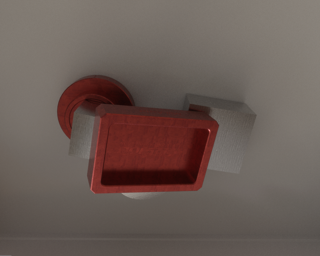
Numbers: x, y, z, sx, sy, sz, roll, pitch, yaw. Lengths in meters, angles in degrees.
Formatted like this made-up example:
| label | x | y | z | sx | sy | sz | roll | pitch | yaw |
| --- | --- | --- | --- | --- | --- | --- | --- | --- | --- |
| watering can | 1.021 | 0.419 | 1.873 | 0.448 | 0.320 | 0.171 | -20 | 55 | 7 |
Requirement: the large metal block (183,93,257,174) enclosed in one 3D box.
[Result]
| label | x | y | z | sx | sy | sz | roll | pitch | yaw |
| --- | --- | --- | --- | --- | --- | --- | --- | --- | --- |
| large metal block | 0.067 | 0.006 | 0.398 | 0.081 | 0.050 | 0.079 | 9 | 110 | -4 |

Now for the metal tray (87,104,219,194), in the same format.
| label | x | y | z | sx | sy | sz | roll | pitch | yaw |
| --- | --- | --- | --- | --- | --- | --- | --- | --- | --- |
| metal tray | -0.008 | 0.025 | 0.341 | 0.131 | 0.030 | 0.089 | 3 | 112 | -22 |

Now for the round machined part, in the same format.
| label | x | y | z | sx | sy | sz | roll | pitch | yaw |
| --- | --- | --- | --- | --- | --- | --- | --- | --- | --- |
| round machined part | -0.081 | -0.015 | 0.394 | 0.099 | 0.042 | 0.097 | 0 | 110 | -1 |

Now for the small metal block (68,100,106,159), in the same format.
| label | x | y | z | sx | sy | sz | roll | pitch | yaw |
| --- | --- | --- | --- | --- | --- | --- | --- | --- | --- |
| small metal block | -0.082 | 0.001 | 0.350 | 0.025 | 0.050 | 0.050 | 12 | 110 | -5 |

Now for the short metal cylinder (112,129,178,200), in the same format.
| label | x | y | z | sx | sy | sz | roll | pitch | yaw |
| --- | --- | --- | --- | --- | --- | --- | --- | --- | --- |
| short metal cylinder | -0.021 | 0.046 | 0.400 | 0.081 | 0.050 | 0.079 | -7 | 124 | -10 |
